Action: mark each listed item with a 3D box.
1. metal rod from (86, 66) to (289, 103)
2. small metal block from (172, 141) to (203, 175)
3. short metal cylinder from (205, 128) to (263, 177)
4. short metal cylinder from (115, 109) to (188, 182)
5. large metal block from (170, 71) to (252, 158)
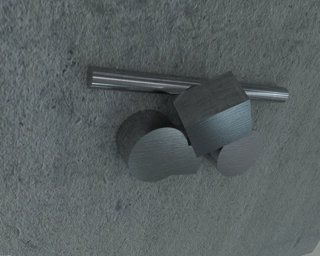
[{"bbox_3d":[0.056,-0.053,0.406,0.303,0.025,0.025,1,118,-29],"label":"metal rod"},{"bbox_3d":[0.034,0.041,0.453,0.050,0.025,0.050,2,118,-29],"label":"small metal block"},{"bbox_3d":[0.106,0.026,0.466,0.081,0.050,0.079,-14,124,-21],"label":"short metal cylinder"},{"bbox_3d":[-0.011,0.022,0.399,0.081,0.050,0.079,-14,124,-21],"label":"short metal cylinder"},{"bbox_3d":[0.068,-0.015,0.397,0.080,0.050,0.080,-24,145,3],"label":"large metal block"}]
